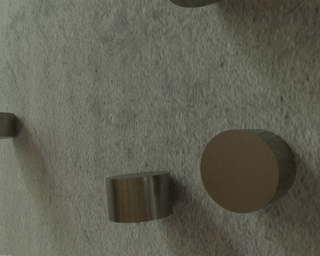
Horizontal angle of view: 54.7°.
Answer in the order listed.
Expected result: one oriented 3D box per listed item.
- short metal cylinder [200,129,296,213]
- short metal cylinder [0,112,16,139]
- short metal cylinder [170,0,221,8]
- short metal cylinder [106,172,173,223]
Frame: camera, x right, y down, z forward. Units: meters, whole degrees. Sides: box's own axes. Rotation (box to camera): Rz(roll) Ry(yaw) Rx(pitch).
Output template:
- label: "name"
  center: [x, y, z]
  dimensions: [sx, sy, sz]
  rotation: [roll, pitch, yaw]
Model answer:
- label: "short metal cylinder"
  center: [0.089, 0.041, 0.314]
  dimensions: [0.080, 0.050, 0.079]
  rotation: [0, 90, 39]
- label: "short metal cylinder"
  center: [-0.348, -0.003, 0.652]
  dimensions: [0.080, 0.081, 0.050]
  rotation: [-8, 85, 39]
- label: "short metal cylinder"
  center: [0.044, -0.174, 0.332]
  dimensions: [0.080, 0.081, 0.050]
  rotation: [-16, 80, 38]
- label: "short metal cylinder"
  center: [-0.026, 0.084, 0.388]
  dimensions: [0.080, 0.081, 0.050]
  rotation: [-9, 85, 39]
